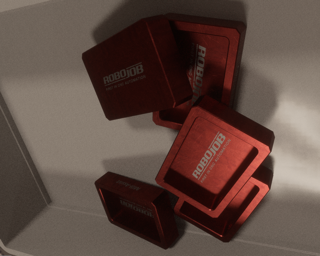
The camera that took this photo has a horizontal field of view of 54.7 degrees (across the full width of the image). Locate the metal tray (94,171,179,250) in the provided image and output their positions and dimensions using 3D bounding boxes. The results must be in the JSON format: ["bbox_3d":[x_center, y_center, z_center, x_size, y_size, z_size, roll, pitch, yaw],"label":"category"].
[{"bbox_3d":[-0.038,0.124,0.480,0.130,0.030,0.089,9,124,40],"label":"metal tray"}]

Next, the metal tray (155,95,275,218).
[{"bbox_3d":[0.057,0.037,0.357,0.090,0.030,0.129,30,128,8],"label":"metal tray"}]

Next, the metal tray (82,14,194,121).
[{"bbox_3d":[-0.031,-0.061,0.351,0.130,0.030,0.090,-8,106,49],"label":"metal tray"}]

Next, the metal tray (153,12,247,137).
[{"bbox_3d":[0.039,-0.056,0.349,0.090,0.030,0.129,15,124,19],"label":"metal tray"}]

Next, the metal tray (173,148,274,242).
[{"bbox_3d":[0.079,0.089,0.417,0.090,0.030,0.129,28,128,10],"label":"metal tray"}]
